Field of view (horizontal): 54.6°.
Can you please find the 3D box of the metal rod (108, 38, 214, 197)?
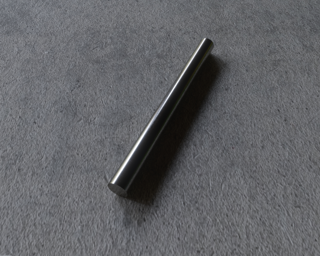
[{"bbox_3d":[0.016,-0.035,0.433,0.025,0.025,0.301,19,53,16],"label":"metal rod"}]
